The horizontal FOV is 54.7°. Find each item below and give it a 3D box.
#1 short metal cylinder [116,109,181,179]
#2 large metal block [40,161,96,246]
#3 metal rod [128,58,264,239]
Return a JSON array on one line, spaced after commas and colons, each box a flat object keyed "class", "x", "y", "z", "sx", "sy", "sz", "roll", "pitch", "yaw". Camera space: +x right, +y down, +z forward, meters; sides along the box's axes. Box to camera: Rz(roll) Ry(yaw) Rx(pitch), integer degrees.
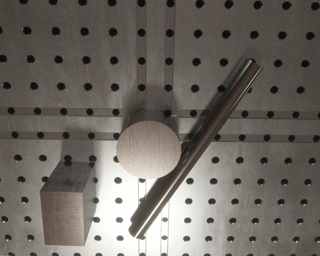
[{"class": "short metal cylinder", "x": -0.014, "y": 0.020, "z": 0.407, "sx": 0.081, "sy": 0.050, "sz": 0.079, "roll": 0, "pitch": 110, "yaw": -1}, {"class": "large metal block", "x": -0.120, "y": 0.099, "z": 0.419, "sx": 0.050, "sy": 0.080, "sz": 0.079, "roll": 3, "pitch": 110, "yaw": -1}, {"class": "metal rod", "x": 0.041, "y": 0.039, "z": 0.428, "sx": 0.025, "sy": 0.025, "sz": 0.298, "roll": 30, "pitch": 107, "yaw": -11}]
